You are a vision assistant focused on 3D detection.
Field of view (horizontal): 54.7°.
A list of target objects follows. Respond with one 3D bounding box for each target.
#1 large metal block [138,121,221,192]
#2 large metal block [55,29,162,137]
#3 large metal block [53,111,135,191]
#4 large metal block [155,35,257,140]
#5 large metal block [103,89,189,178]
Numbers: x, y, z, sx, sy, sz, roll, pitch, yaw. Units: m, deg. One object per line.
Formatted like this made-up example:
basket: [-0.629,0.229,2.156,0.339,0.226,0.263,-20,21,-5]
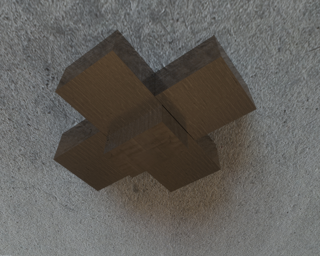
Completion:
large metal block: [0.024,0.032,0.419,0.080,0.050,0.080,-29,125,22]
large metal block: [-0.054,-0.048,0.350,0.080,0.050,0.080,-29,125,22]
large metal block: [-0.078,0.030,0.416,0.080,0.050,0.080,-29,125,22]
large metal block: [0.051,-0.043,0.355,0.080,0.050,0.080,-29,125,22]
large metal block: [-0.016,0.001,0.373,0.080,0.080,0.050,-29,125,22]
